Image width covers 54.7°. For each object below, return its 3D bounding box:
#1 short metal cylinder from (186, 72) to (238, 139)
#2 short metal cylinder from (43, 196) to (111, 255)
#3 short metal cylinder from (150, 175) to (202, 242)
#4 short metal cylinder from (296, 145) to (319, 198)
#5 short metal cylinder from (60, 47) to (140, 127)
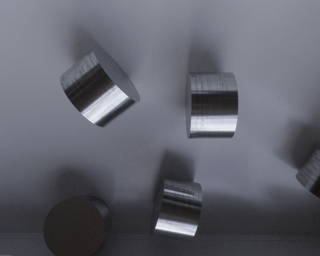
[{"bbox_3d":[0.059,-0.027,0.372,0.050,0.080,0.079,0,110,0],"label":"short metal cylinder"},{"bbox_3d":[-0.112,0.136,0.430,0.080,0.050,0.080,0,82,1],"label":"short metal cylinder"},{"bbox_3d":[0.021,0.109,0.422,0.050,0.080,0.079,14,110,-5],"label":"short metal cylinder"},{"bbox_3d":[0.230,0.063,0.407,0.080,0.080,0.050,21,109,-8],"label":"short metal cylinder"},{"bbox_3d":[-0.068,-0.047,0.364,0.050,0.080,0.080,-37,106,12],"label":"short metal cylinder"}]
